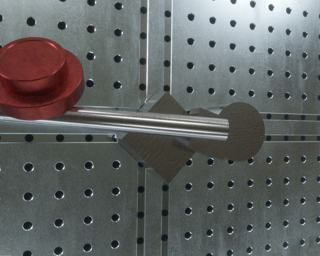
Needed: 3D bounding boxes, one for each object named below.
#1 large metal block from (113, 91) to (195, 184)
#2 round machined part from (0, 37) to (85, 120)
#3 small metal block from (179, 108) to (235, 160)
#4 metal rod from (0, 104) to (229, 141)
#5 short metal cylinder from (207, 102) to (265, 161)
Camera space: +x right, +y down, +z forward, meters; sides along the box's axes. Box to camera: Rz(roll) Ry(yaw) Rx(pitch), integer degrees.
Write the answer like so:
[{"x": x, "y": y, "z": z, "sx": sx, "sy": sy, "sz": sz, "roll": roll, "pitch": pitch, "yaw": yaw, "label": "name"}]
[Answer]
[{"x": 0.001, "y": 0.011, "z": 0.398, "sx": 0.080, "sy": 0.050, "sz": 0.080, "roll": 46, "pitch": 76, "yaw": -15, "label": "large metal block"}, {"x": -0.132, "y": -0.059, "z": 0.327, "sx": 0.099, "sy": 0.042, "sz": 0.098, "roll": 3, "pitch": 52, "yaw": -4, "label": "round machined part"}, {"x": 0.058, "y": 0.007, "z": 0.380, "sx": 0.050, "sy": 0.025, "sz": 0.050, "roll": 20, "pitch": 83, "yaw": -19, "label": "small metal block"}, {"x": -0.076, "y": -0.011, "z": 0.339, "sx": 0.302, "sy": 0.025, "sz": 0.025, "roll": 5, "pitch": 88, "yaw": -4, "label": "metal rod"}, {"x": 0.099, "y": 0.005, "z": 0.437, "sx": 0.081, "sy": 0.050, "sz": 0.079, "roll": 0, "pitch": 90, "yaw": -21, "label": "short metal cylinder"}]
